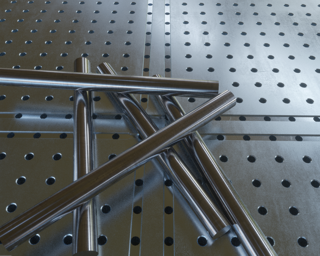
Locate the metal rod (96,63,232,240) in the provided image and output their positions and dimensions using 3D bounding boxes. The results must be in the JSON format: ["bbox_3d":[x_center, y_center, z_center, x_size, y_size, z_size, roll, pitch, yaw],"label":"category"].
[{"bbox_3d":[-0.012,0.008,0.400,0.025,0.025,0.300,-24,54,-19],"label":"metal rod"}]

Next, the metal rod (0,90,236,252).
[{"bbox_3d":[-0.027,0.032,0.347,0.302,0.025,0.025,-31,57,-24],"label":"metal rod"}]

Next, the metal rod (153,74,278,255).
[{"bbox_3d":[0.051,0.035,0.378,0.025,0.025,0.300,-18,52,-15],"label":"metal rod"}]

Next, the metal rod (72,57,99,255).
[{"bbox_3d":[-0.098,0.011,0.396,0.025,0.025,0.300,-7,50,-7],"label":"metal rod"}]

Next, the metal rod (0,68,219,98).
[{"bbox_3d":[-0.072,-0.062,0.426,0.302,0.025,0.025,4,50,2],"label":"metal rod"}]
